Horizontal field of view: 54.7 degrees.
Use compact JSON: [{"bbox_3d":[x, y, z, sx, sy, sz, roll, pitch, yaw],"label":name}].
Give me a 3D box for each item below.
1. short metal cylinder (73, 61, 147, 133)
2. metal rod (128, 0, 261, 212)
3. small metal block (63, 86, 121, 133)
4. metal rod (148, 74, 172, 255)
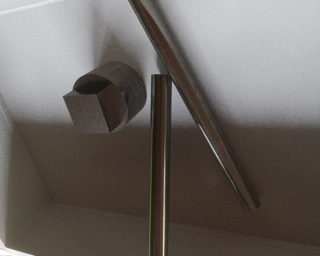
[{"bbox_3d":[-0.064,-0.040,0.400,0.080,0.050,0.079,13,124,20],"label":"short metal cylinder"},{"bbox_3d":[0.047,-0.023,0.368,0.025,0.025,0.299,-20,108,35],"label":"metal rod"},{"bbox_3d":[-0.081,-0.021,0.372,0.050,0.025,0.050,0,118,28],"label":"small metal block"},{"bbox_3d":[-0.001,0.085,0.381,0.025,0.025,0.298,3,95,26],"label":"metal rod"}]
